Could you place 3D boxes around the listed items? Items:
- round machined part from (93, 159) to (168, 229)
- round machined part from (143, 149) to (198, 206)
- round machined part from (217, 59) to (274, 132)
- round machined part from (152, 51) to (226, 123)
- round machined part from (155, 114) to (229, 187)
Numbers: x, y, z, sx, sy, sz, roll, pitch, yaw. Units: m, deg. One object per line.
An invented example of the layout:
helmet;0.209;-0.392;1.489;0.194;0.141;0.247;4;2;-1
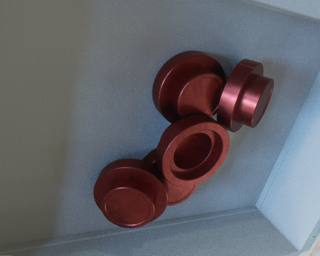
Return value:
round machined part;-0.039;0.092;0.405;0.099;0.042;0.097;2;118;4
round machined part;0.017;0.074;0.453;0.099;0.042;0.097;-14;125;-21
round machined part;0.117;-0.039;0.410;0.099;0.042;0.097;-43;146;-38
round machined part;0.043;-0.044;0.393;0.099;0.042;0.097;-14;125;-21
round machined part;0.038;0.025;0.406;0.099;0.042;0.097;-14;125;-21
